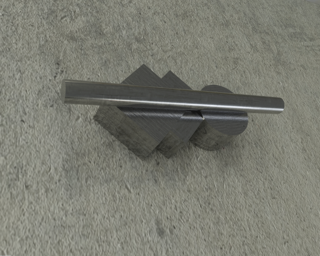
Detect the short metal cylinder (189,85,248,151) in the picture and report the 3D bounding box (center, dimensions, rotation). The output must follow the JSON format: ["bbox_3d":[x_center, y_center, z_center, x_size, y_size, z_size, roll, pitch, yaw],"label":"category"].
[{"bbox_3d":[0.076,-0.014,0.437,0.081,0.050,0.080,14,56,-21],"label":"short metal cylinder"}]

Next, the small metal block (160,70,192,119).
[{"bbox_3d":[0.015,-0.042,0.424,0.050,0.050,0.025,41,51,-1],"label":"small metal block"}]

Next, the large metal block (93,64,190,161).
[{"bbox_3d":[-0.021,-0.021,0.388,0.080,0.050,0.080,41,51,-1],"label":"large metal block"}]

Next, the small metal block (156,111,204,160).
[{"bbox_3d":[0.023,0.007,0.399,0.025,0.050,0.050,41,51,-1],"label":"small metal block"}]

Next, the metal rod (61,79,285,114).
[{"bbox_3d":[0.037,-0.034,0.379,0.303,0.025,0.025,1,62,-28],"label":"metal rod"}]
